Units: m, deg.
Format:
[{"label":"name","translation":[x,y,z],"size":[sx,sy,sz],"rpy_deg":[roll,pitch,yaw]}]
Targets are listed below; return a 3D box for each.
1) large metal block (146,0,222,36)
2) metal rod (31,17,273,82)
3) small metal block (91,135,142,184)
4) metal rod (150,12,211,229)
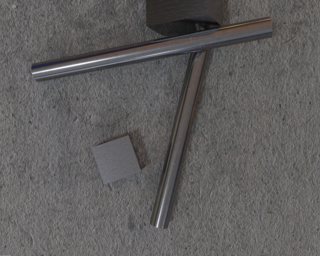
[{"label":"large metal block","translation":[0.030,-0.165,0.382],"size":[0.080,0.050,0.079],"rpy_deg":[-1,90,27]},{"label":"metal rod","translation":[-0.015,-0.098,0.392],"size":[0.302,0.025,0.025],"rpy_deg":[-9,90,6]},{"label":"small metal block","translation":[-0.056,0.041,0.409],"size":[0.050,0.025,0.050],"rpy_deg":[-19,90,-1]},{"label":"metal rod","translation":[0.033,-0.017,0.410],"size":[0.025,0.025,0.298],"rpy_deg":[13,90,-1]}]
